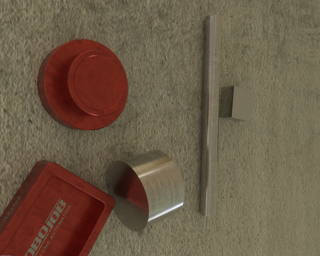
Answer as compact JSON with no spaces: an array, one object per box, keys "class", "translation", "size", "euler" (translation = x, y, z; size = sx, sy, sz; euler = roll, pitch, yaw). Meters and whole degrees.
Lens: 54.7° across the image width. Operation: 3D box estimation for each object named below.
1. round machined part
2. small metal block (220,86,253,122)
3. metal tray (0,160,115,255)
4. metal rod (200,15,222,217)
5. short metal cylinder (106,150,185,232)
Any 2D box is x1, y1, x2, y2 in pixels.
[{"class":"round machined part","translation":[-0.074,-0.046,0.331],"size":[0.099,0.042,0.097],"euler":[0,90,-40]},{"class":"small metal block","translation":[0.125,-0.039,0.509],"size":[0.050,0.025,0.050],"euler":[10,84,-40]},{"class":"metal tray","translation":[-0.113,0.109,0.306],"size":[0.090,0.030,0.130],"euler":[41,65,-32]},{"class":"metal rod","translation":[0.077,-0.019,0.468],"size":[0.025,0.025,0.298],"euler":[3,88,-40]},{"class":"short metal cylinder","translation":[-0.018,0.070,0.354],"size":[0.050,0.080,0.079],"euler":[-14,99,-39]}]
